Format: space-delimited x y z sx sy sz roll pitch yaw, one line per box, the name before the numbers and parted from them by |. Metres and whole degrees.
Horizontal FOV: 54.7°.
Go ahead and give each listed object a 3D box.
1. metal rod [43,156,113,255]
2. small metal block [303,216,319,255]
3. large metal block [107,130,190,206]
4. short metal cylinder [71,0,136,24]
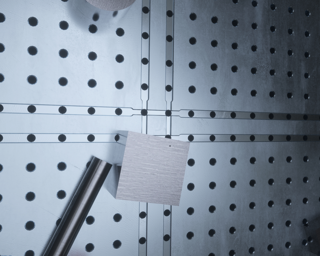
metal rod | -0.135 0.174 0.363 0.025 0.025 0.299 29 80 -18
small metal block | 0.272 0.177 0.513 0.050 0.025 0.050 -20 97 -19
large metal block | -0.015 0.050 0.394 0.081 0.050 0.080 12 86 -20
short metal cylinder | -0.067 -0.173 0.374 0.081 0.050 0.079 0 90 -20
